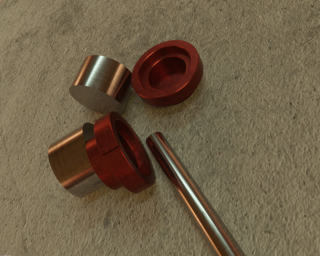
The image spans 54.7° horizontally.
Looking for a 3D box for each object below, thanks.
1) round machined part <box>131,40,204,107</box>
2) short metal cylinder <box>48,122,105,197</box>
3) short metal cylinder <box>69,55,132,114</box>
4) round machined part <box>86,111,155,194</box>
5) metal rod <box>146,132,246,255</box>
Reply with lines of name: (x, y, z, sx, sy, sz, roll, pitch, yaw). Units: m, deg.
round machined part: (0.013, -0.070, 0.428, 0.098, 0.042, 0.098, -13, 56, 20)
short metal cylinder: (-0.093, 0.040, 0.391, 0.050, 0.080, 0.080, -30, 52, 9)
short metal cylinder: (-0.082, -0.060, 0.446, 0.080, 0.080, 0.050, 6, 65, 30)
round machined part: (-0.049, 0.033, 0.361, 0.042, 0.098, 0.098, -30, 52, 9)
metal rod: (0.060, 0.111, 0.303, 0.025, 0.025, 0.300, -37, 51, 3)
